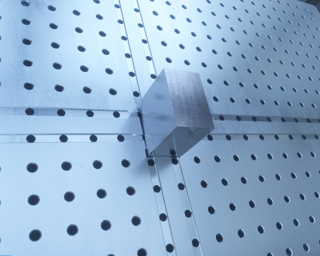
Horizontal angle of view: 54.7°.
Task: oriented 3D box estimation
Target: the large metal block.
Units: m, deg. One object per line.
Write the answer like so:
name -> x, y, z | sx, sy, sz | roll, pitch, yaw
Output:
large metal block -> 0.017, -0.017, 0.393 | 0.050, 0.080, 0.080 | 3, 60, -27
